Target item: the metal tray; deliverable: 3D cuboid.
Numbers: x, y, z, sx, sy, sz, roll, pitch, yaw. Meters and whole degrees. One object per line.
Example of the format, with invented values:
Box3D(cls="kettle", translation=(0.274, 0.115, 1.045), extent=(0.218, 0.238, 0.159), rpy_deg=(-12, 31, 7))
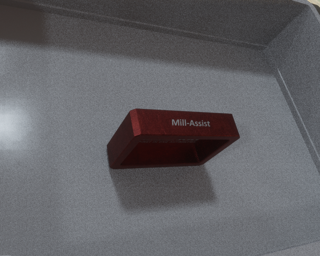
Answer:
Box3D(cls="metal tray", translation=(0.014, 0.016, 0.361), extent=(0.131, 0.090, 0.030), rpy_deg=(1, 61, -28))
